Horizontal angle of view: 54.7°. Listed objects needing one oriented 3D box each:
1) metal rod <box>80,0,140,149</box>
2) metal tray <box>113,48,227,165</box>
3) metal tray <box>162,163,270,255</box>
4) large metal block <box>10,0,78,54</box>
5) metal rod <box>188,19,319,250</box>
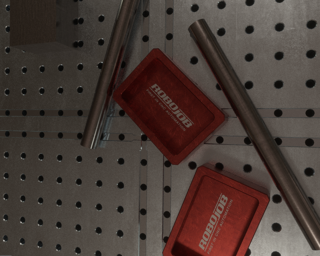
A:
[{"bbox_3d":[-0.059,-0.116,0.432,0.025,0.025,0.298,19,96,18],"label":"metal rod"},{"bbox_3d":[0.012,-0.028,0.405,0.090,0.030,0.130,-46,76,14],"label":"metal tray"},{"bbox_3d":[0.068,0.120,0.385,0.090,0.030,0.129,23,98,18],"label":"metal tray"},{"bbox_3d":[-0.171,-0.158,0.458,0.080,0.050,0.079,0,90,19],"label":"large metal block"},{"bbox_3d":[0.115,0.000,0.371,0.025,0.025,0.299,-30,81,17],"label":"metal rod"}]
